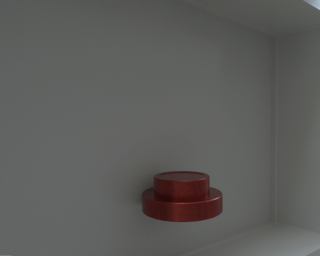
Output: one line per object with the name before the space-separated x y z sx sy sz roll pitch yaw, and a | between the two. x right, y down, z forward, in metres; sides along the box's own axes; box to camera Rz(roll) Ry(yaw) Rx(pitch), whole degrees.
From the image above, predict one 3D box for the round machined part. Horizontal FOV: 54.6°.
round machined part | 0.027 0.079 0.380 0.099 0.098 0.042 -2 92 -40
